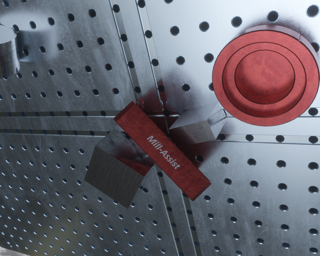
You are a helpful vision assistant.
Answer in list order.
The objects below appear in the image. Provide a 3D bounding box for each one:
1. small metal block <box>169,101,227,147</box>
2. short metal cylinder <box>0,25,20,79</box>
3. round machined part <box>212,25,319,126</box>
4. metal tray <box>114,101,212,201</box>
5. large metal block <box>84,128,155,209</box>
[{"bbox_3d":[0.046,-0.005,0.368,0.050,0.050,0.025,-15,111,34],"label":"small metal block"},{"bbox_3d":[-0.244,-0.109,0.437,0.080,0.080,0.050,22,127,15],"label":"short metal cylinder"},{"bbox_3d":[0.106,-0.054,0.311,0.098,0.042,0.097,13,124,21],"label":"round machined part"},{"bbox_3d":[0.000,0.025,0.386,0.030,0.090,0.130,-44,95,-3],"label":"metal tray"},{"bbox_3d":[-0.058,0.061,0.463,0.080,0.050,0.079,32,129,7],"label":"large metal block"}]
